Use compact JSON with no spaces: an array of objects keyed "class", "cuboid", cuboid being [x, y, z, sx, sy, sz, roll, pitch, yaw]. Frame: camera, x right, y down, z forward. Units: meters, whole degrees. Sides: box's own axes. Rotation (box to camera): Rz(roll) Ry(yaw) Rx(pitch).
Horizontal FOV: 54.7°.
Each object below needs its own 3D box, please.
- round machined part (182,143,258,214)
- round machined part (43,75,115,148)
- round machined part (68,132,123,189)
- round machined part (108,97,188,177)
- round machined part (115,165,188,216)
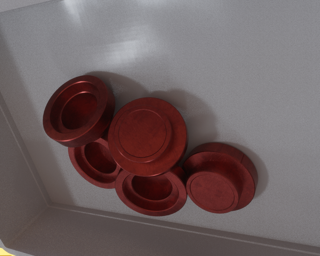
[{"class":"round machined part","cuboid":[0.073,0.071,0.400,0.098,0.042,0.097,13,124,20]},{"class":"round machined part","cuboid":[-0.102,-0.019,0.413,0.098,0.098,0.042,3,155,26]},{"class":"round machined part","cuboid":[-0.083,0.039,0.461,0.098,0.042,0.097,13,124,20]},{"class":"round machined part","cuboid":[-0.017,0.009,0.373,0.098,0.042,0.097,-2,79,10]},{"class":"round machined part","cuboid":[-0.009,0.074,0.429,0.099,0.042,0.097,6,125,8]}]
